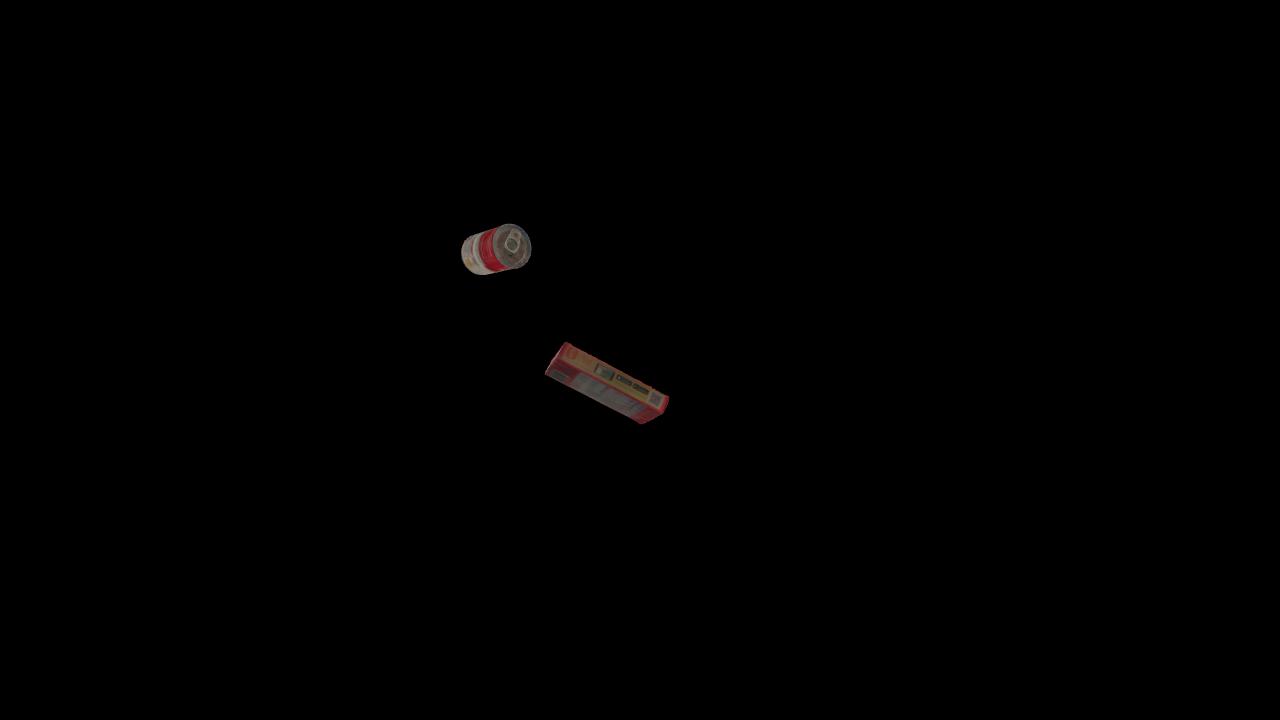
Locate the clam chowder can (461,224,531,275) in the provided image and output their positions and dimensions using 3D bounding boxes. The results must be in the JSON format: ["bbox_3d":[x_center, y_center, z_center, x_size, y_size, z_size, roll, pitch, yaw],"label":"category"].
[{"bbox_3d":[-0.226,-0.170,0.958,0.068,0.068,0.102,0,0,-44],"label":"clam chowder can"}]

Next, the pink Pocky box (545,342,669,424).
[{"bbox_3d":[-0.045,0.034,0.810,0.155,0.029,0.084,28,-22,-10],"label":"pink Pocky box"}]
